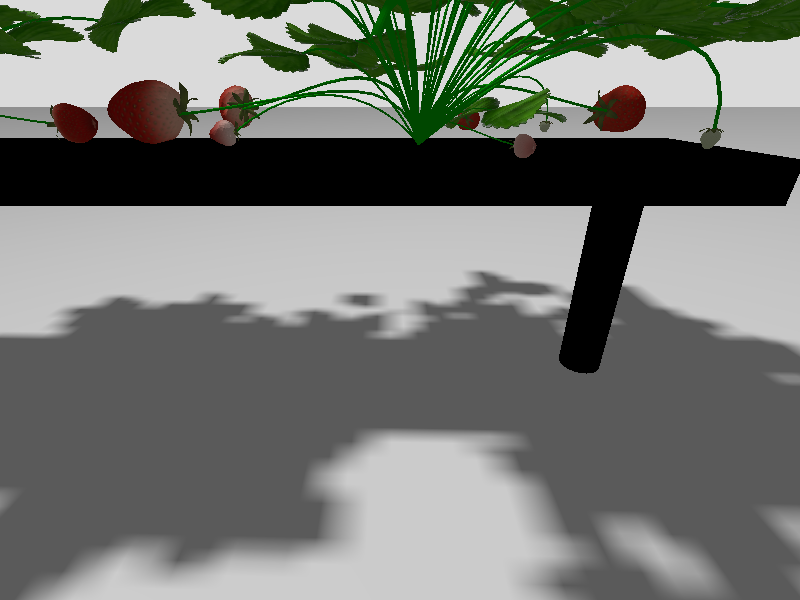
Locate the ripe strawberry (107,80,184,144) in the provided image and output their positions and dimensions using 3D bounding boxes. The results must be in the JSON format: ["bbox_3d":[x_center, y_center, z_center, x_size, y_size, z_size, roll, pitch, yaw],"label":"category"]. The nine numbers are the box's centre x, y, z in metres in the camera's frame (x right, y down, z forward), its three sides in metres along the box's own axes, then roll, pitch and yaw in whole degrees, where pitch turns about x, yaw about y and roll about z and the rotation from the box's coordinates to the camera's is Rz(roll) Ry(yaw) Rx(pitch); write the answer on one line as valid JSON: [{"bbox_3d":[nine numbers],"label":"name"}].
[{"bbox_3d":[-0.196,-0.146,0.311,0.052,0.045,0.052,-1,27,-1],"label":"ripe strawberry"}]

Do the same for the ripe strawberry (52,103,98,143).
[{"bbox_3d":[-0.265,-0.145,0.328,0.029,0.030,0.026,-1,27,-3],"label":"ripe strawberry"}]

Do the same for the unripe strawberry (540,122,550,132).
[{"bbox_3d":[0.138,-0.165,0.383,0.010,0.010,0.009,-14,30,-25],"label":"unripe strawberry"}]

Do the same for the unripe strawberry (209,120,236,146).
[{"bbox_3d":[-0.134,-0.127,0.304,0.019,0.019,0.021,-6,27,-6],"label":"unripe strawberry"}]

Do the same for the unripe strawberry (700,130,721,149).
[{"bbox_3d":[0.188,-0.097,0.243,0.010,0.011,0.011,13,30,24],"label":"unripe strawberry"}]

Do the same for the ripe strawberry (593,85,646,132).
[{"bbox_3d":[0.228,-0.196,0.410,0.050,0.043,0.050,-12,29,-23],"label":"ripe strawberry"}]

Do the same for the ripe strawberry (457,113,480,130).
[{"bbox_3d":[0.077,-0.200,0.444,0.025,0.021,0.025,12,19,21],"label":"ripe strawberry"}]

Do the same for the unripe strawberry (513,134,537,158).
[{"bbox_3d":[0.077,-0.095,0.247,0.013,0.014,0.014,-18,33,-31],"label":"unripe strawberry"}]

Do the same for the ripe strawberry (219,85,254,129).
[{"bbox_3d":[-0.196,-0.229,0.476,0.044,0.046,0.040,20,33,35],"label":"ripe strawberry"}]
